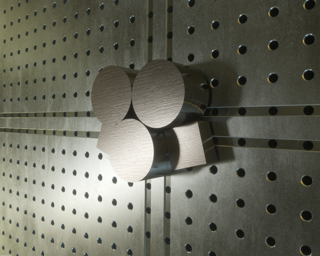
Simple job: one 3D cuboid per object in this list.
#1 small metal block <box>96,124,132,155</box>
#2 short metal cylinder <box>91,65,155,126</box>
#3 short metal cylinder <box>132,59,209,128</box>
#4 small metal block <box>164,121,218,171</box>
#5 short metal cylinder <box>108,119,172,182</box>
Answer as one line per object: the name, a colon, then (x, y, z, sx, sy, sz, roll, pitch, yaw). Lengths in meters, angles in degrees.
small metal block: (-0.064, 0.015, 0.457, 0.050, 0.025, 0.050, 26, 107, 37)
short metal cylinder: (-0.050, -0.043, 0.429, 0.080, 0.050, 0.079, 0, 90, 40)
short metal cylinder: (0.012, -0.040, 0.378, 0.080, 0.050, 0.079, 0, 90, 40)
small metal block: (0.037, 0.022, 0.375, 0.050, 0.025, 0.050, -18, 79, 38)
short metal cylinder: (-0.022, 0.028, 0.406, 0.080, 0.050, 0.079, 0, 90, 40)
